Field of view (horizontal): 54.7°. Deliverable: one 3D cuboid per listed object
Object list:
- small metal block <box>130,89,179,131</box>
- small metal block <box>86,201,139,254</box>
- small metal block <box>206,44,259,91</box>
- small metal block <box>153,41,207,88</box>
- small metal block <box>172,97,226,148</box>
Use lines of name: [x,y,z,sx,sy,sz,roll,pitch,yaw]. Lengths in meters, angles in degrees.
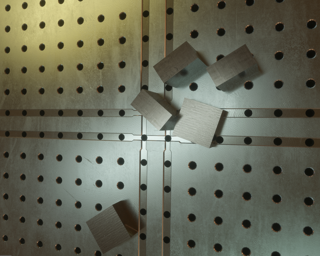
small metal block: [-0.003,-0.022,0.400,0.050,0.050,0.025,43,103,14]
small metal block: [-0.067,0.139,0.435,0.050,0.025,0.050,-35,79,16]
small metal block: [0.087,-0.070,0.368,0.050,0.050,0.025,-30,80,17]
small metal block: [0.026,-0.078,0.389,0.050,0.050,0.025,-35,79,16]
small metal block: [0.050,-0.007,0.395,0.050,0.025,0.050,20,97,18]
